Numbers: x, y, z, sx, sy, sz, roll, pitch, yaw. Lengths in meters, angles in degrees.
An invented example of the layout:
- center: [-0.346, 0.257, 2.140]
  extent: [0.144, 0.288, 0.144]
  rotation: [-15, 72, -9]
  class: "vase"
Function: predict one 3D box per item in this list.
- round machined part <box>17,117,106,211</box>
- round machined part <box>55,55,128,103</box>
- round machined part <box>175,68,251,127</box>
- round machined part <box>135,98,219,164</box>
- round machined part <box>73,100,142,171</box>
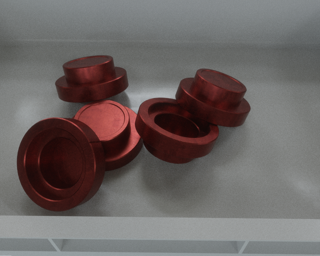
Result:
- center: [-0.102, 0.038, 0.340]
  extent: [0.098, 0.042, 0.097]
  rotation: [0, 90, 19]
  class: "round machined part"
- center: [-0.096, -0.073, 0.430]
  extent: [0.099, 0.042, 0.098]
  rotation: [-6, 25, 3]
  class: "round machined part"
- center: [0.073, -0.045, 0.407]
  extent: [0.099, 0.042, 0.098]
  rotation: [15, 28, -8]
  class: "round machined part"
- center: [0.018, 0.006, 0.374]
  extent: [0.099, 0.042, 0.098]
  rotation: [14, 31, -8]
  class: "round machined part"
- center: [-0.071, 0.002, 0.391]
  extent: [0.099, 0.042, 0.098]
  rotation: [0, 50, 0]
  class: "round machined part"
